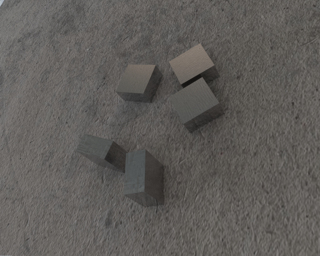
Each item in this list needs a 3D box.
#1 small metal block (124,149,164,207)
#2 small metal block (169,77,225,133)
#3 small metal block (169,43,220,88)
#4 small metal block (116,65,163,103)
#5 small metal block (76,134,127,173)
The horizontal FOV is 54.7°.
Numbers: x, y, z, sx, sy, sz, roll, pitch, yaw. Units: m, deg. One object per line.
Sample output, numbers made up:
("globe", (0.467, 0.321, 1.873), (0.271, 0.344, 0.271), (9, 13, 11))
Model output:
("small metal block", (-0.017, 0.060, 0.360), (0.025, 0.050, 0.050), (-14, 56, 21))
("small metal block", (0.047, -0.029, 0.397), (0.050, 0.025, 0.050), (-31, 52, 8))
("small metal block", (0.047, -0.082, 0.429), (0.050, 0.025, 0.050), (-29, 52, 9))
("small metal block", (-0.030, -0.067, 0.461), (0.050, 0.025, 0.050), (8, 65, 31))
("small metal block", (-0.072, 0.034, 0.405), (0.050, 0.050, 0.025), (11, 68, 33))
